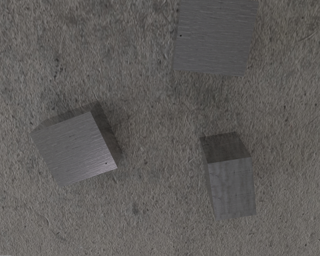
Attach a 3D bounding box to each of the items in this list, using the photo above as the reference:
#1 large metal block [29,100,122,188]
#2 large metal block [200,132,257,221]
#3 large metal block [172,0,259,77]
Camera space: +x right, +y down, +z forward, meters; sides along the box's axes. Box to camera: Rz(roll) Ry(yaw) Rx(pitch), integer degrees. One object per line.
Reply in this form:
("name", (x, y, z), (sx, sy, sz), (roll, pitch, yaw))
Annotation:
("large metal block", (-0.105, 0.020, 0.403), (0.080, 0.050, 0.080), (-20, 109, 7))
("large metal block", (0.086, 0.060, 0.403), (0.050, 0.080, 0.079), (-9, 110, 3))
("large metal block", (0.059, -0.107, 0.357), (0.081, 0.050, 0.079), (6, 110, -2))
